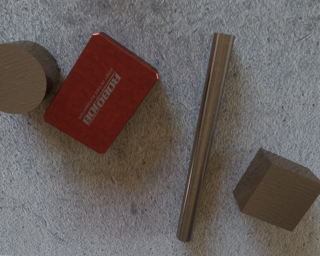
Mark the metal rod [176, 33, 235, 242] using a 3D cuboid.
[{"bbox_3d":[0.057,0.026,0.420,0.025,0.025,0.298,7,110,-3],"label":"metal rod"}]

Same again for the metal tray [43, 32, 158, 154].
[{"bbox_3d":[-0.074,-0.042,0.391,0.090,0.030,0.129,33,106,-12],"label":"metal tray"}]

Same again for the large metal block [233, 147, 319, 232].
[{"bbox_3d":[0.161,0.085,0.430,0.080,0.050,0.079,23,108,-9],"label":"large metal block"}]

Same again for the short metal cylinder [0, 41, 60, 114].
[{"bbox_3d":[-0.168,-0.062,0.371,0.081,0.050,0.079,0,110,-1],"label":"short metal cylinder"}]
